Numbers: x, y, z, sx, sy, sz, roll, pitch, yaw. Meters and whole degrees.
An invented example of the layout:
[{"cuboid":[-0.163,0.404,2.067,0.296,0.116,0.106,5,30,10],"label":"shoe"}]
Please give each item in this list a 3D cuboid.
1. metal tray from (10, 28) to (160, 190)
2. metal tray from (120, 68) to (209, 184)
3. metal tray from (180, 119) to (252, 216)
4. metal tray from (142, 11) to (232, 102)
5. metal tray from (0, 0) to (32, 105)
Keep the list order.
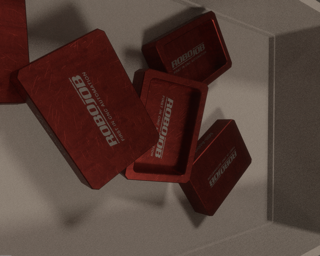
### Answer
[{"cuboid":[-0.066,-0.017,0.302,0.090,0.030,0.130,-38,114,-26],"label":"metal tray"},{"cuboid":[0.004,0.000,0.383,0.091,0.030,0.129,10,93,-28],"label":"metal tray"},{"cuboid":[0.085,0.057,0.478,0.131,0.030,0.090,-44,117,-31],"label":"metal tray"},{"cuboid":[0.044,-0.101,0.442,0.131,0.030,0.090,-39,114,-33],"label":"metal tray"},{"cuboid":[-0.165,-0.085,0.265,0.091,0.030,0.129,-5,93,-40],"label":"metal tray"}]
